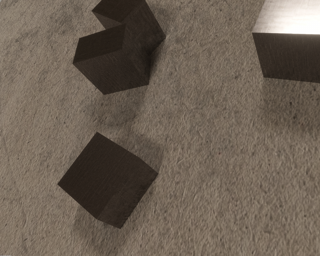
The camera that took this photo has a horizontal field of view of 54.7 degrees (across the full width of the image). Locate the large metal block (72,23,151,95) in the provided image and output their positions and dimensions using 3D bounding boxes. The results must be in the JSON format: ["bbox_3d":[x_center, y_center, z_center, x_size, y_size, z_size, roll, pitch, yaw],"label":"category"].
[{"bbox_3d":[-0.068,-0.099,0.464,0.080,0.080,0.050,-10,58,23],"label":"large metal block"}]

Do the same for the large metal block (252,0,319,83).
[{"bbox_3d":[0.157,-0.096,0.345,0.080,0.080,0.050,13,69,33],"label":"large metal block"}]

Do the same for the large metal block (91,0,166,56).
[{"bbox_3d":[-0.048,-0.166,0.494,0.080,0.080,0.050,34,81,38],"label":"large metal block"}]

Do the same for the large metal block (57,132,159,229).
[{"bbox_3d":[-0.064,0.063,0.381,0.080,0.050,0.080,27,76,36],"label":"large metal block"}]
